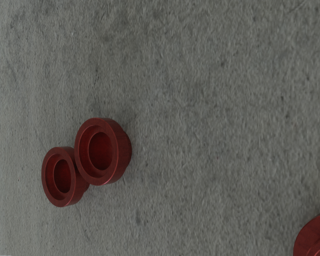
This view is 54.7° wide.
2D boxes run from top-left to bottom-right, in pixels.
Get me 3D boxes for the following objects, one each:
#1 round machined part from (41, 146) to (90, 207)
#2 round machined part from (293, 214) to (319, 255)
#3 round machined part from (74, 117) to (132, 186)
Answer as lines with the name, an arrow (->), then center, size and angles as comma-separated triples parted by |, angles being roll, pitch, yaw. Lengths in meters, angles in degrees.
round machined part -> -0.153, 0.079, 0.517 | 0.098, 0.042, 0.097 | 0, 90, 39
round machined part -> 0.162, 0.120, 0.259 | 0.098, 0.042, 0.097 | 0, 90, 39
round machined part -> -0.080, 0.033, 0.457 | 0.098, 0.042, 0.097 | 0, 90, 39
